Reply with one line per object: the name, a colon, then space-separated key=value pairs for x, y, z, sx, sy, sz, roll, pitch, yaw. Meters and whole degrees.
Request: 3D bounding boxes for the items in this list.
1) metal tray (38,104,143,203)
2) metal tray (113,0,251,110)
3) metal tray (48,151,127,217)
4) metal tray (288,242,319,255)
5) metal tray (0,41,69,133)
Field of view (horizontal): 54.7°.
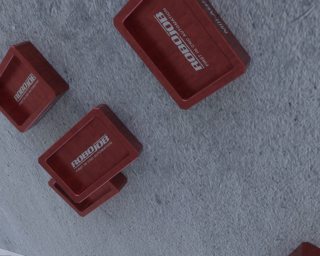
metal tray: x=-0.102 y=0.038 z=0.451 sx=0.130 sy=0.030 sz=0.090 roll=-39 pitch=96 yaw=18
metal tray: x=0.022 y=-0.094 z=0.333 sx=0.090 sy=0.030 sz=0.130 roll=-33 pitch=100 yaw=38
metal tray: x=-0.126 y=0.092 z=0.526 sx=0.090 sy=0.030 sz=0.129 roll=47 pitch=129 yaw=-5
metal tray: x=0.208 y=0.225 z=0.432 sx=0.090 sy=0.030 sz=0.129 roll=28 pitch=128 yaw=10
metal tray: x=-0.208 y=-0.058 z=0.477 sx=0.130 sy=0.030 sz=0.090 roll=-34 pitch=100 yaw=38
